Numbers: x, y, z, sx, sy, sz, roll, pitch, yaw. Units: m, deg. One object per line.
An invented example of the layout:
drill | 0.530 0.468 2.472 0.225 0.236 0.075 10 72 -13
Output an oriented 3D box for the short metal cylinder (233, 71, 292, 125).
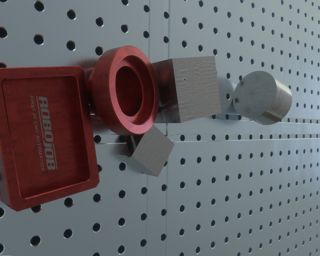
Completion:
short metal cylinder | 0.171 -0.049 0.520 0.050 0.080 0.080 18 79 -39

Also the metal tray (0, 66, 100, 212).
metal tray | -0.115 0.006 0.310 0.091 0.030 0.129 -12 98 -40

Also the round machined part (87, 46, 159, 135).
round machined part | -0.043 -0.040 0.350 0.098 0.042 0.097 11 78 -60

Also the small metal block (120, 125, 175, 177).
small metal block | -0.015 0.027 0.399 0.050 0.025 0.050 43 64 -32

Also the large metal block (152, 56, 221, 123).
large metal block | 0.034 -0.053 0.424 0.081 0.050 0.079 -14 99 -39
